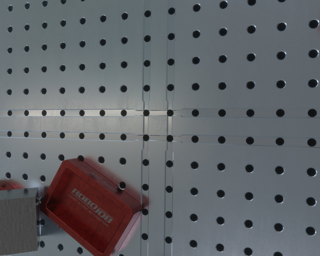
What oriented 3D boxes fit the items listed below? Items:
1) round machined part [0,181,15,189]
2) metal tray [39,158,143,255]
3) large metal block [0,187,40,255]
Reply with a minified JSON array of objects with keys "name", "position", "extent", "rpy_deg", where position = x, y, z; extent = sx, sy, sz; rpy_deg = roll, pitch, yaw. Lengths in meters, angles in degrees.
[{"name":"round machined part","position":[-0.277,0.137,0.502],"extent":[0.098,0.042,0.097],"rpy_deg":[0,90,19]},{"name":"metal tray","position":[-0.101,0.114,0.445],"extent":[0.130,0.030,0.090],"rpy_deg":[33,100,17]},{"name":"large metal block","position":[-0.222,0.136,0.454],"extent":[0.081,0.050,0.079],"rpy_deg":[-2,95,-17]}]
